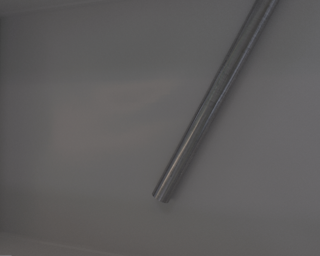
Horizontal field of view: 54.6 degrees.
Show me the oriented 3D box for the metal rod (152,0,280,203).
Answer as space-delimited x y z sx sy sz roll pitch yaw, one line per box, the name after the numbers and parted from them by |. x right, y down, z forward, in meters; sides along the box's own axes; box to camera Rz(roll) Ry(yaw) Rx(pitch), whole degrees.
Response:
0.069 -0.039 0.386 0.025 0.025 0.299 30 100 17 | metal rod
